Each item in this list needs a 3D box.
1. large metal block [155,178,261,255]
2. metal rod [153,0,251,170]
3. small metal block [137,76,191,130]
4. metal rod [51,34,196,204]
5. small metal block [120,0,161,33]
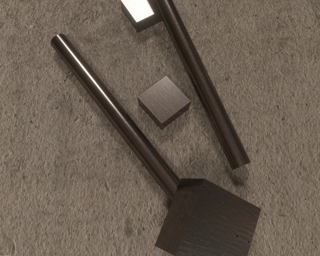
[{"bbox_3d":[0.053,0.109,0.340,0.080,0.050,0.080,30,70,-18],"label":"large metal block"},{"bbox_3d":[0.046,-0.086,0.424,0.025,0.025,0.299,-21,77,-8],"label":"metal rod"},{"bbox_3d":[0.005,-0.034,0.421,0.050,0.025,0.050,-38,75,-13],"label":"small metal block"},{"bbox_3d":[-0.057,-0.016,0.413,0.025,0.025,0.300,-36,74,-12],"label":"metal rod"},{"bbox_3d":[-0.026,-0.182,0.474,0.050,0.025,0.050,-30,73,-11],"label":"small metal block"}]
